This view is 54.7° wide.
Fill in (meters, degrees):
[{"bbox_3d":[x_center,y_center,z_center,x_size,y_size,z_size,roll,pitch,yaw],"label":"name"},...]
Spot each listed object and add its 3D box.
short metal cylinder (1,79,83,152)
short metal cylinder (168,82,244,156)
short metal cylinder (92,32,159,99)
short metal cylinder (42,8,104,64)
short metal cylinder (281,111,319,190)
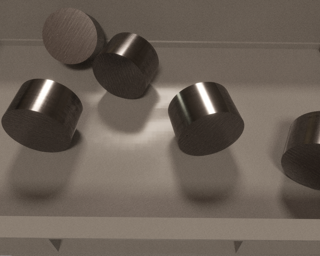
[{"bbox_3d":[-0.141,-0.014,0.379,0.080,0.080,0.050,5,50,4],"label":"short metal cylinder"},{"bbox_3d":[0.055,-0.010,0.378,0.081,0.080,0.050,-10,51,-9],"label":"short metal cylinder"},{"bbox_3d":[-0.048,-0.088,0.443,0.080,0.080,0.050,16,52,13],"label":"short metal cylinder"},{"bbox_3d":[-0.131,-0.139,0.476,0.081,0.079,0.050,2,13,1],"label":"short metal cylinder"},{"bbox_3d":[0.184,0.027,0.349,0.080,0.080,0.050,20,53,16],"label":"short metal cylinder"}]
